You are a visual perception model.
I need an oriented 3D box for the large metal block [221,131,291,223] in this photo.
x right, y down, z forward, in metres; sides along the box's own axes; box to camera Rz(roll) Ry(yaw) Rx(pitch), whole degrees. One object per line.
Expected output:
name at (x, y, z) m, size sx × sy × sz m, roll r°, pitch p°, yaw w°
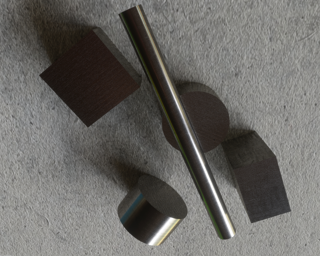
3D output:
large metal block at (0.122, 0.061, 0.404) m, size 0.050 × 0.080 × 0.080 m, roll -20°, pitch 109°, yaw 7°

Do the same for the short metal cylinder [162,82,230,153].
short metal cylinder at (0.043, -0.013, 0.392) m, size 0.081 × 0.050 × 0.079 m, roll 0°, pitch 110°, yaw 0°

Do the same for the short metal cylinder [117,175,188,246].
short metal cylinder at (-0.010, 0.110, 0.421) m, size 0.080 × 0.080 × 0.050 m, roll 33°, pitch 107°, yaw -11°

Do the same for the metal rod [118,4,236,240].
metal rod at (0.029, 0.009, 0.360) m, size 0.025 × 0.025 × 0.299 m, roll -22°, pitch 109°, yaw 8°

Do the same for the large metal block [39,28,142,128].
large metal block at (-0.079, -0.061, 0.373) m, size 0.080 × 0.050 × 0.080 m, roll -36°, pitch 106°, yaw 12°
